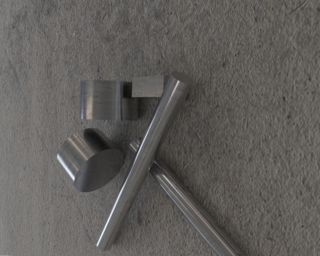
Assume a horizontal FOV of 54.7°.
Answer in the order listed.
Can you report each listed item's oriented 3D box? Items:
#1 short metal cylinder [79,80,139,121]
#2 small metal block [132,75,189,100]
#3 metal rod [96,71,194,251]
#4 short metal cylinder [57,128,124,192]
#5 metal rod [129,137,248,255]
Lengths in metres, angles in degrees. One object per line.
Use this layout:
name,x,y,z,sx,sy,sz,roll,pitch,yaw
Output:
short metal cylinder,-0.069,-0.036,0.426,0.080,0.081,0.050,3,92,40
small metal block,0.001,-0.050,0.388,0.050,0.050,0.025,4,93,40
metal rod,-0.031,0.063,0.399,0.025,0.025,0.298,46,127,30
short metal cylinder,-0.101,0.047,0.452,0.050,0.081,0.080,42,116,32
metal rod,0.057,0.117,0.358,0.300,0.025,0.025,46,118,30
